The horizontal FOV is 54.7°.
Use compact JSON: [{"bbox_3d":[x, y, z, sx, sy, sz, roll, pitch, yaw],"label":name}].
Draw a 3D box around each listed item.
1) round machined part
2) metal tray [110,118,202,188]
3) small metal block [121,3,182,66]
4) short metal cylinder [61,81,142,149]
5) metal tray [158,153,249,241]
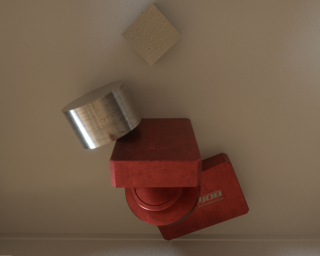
[{"bbox_3d":[0.000,0.075,0.400,0.098,0.042,0.098,-6,67,14],"label":"round machined part"},{"bbox_3d":[-0.004,0.023,0.364,0.091,0.130,0.030,0,110,0],"label":"metal tray"},{"bbox_3d":[-0.010,-0.111,0.370,0.050,0.025,0.050,-42,105,13],"label":"small metal block"},{"bbox_3d":[-0.069,-0.017,0.375,0.080,0.080,0.050,-22,109,7],"label":"short metal cylinder"},{"bbox_3d":[0.051,0.100,0.446,0.130,0.030,0.090,-22,109,7],"label":"metal tray"}]
